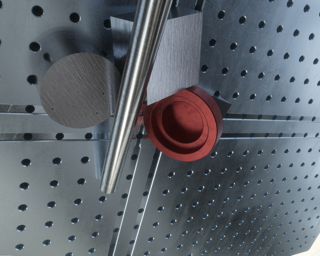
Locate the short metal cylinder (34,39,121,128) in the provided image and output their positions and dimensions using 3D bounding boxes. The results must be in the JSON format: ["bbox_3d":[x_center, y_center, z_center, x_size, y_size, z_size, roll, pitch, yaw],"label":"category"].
[{"bbox_3d":[-0.085,-0.046,0.321,0.081,0.050,0.079,-14,124,-21],"label":"short metal cylinder"}]

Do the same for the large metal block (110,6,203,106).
[{"bbox_3d":[-0.002,-0.080,0.330,0.081,0.050,0.079,-28,131,-36],"label":"large metal block"}]

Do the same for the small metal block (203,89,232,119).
[{"bbox_3d":[0.064,-0.024,0.433,0.050,0.025,0.050,17,109,-35],"label":"small metal block"}]

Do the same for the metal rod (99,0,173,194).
[{"bbox_3d":[-0.033,-0.018,0.318,0.025,0.025,0.298,-8,142,-25],"label":"metal rod"}]

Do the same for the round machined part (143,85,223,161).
[{"bbox_3d":[0.032,-0.011,0.389,0.042,0.098,0.097,-40,143,-53],"label":"round machined part"}]
